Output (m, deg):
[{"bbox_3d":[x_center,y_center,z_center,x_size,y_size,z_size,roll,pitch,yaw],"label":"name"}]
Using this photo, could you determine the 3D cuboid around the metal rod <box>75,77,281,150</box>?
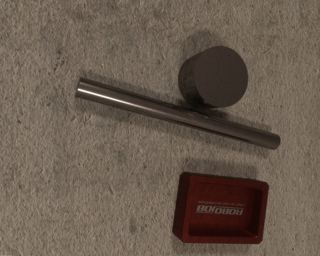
[{"bbox_3d":[0.039,-0.014,0.424,0.302,0.025,0.025,15,85,-20],"label":"metal rod"}]

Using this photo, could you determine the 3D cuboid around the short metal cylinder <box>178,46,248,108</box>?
[{"bbox_3d":[0.072,-0.067,0.423,0.081,0.050,0.079,0,90,-21],"label":"short metal cylinder"}]

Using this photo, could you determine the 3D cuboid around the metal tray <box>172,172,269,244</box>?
[{"bbox_3d":[0.088,0.114,0.440,0.131,0.030,0.089,9,87,-20],"label":"metal tray"}]
